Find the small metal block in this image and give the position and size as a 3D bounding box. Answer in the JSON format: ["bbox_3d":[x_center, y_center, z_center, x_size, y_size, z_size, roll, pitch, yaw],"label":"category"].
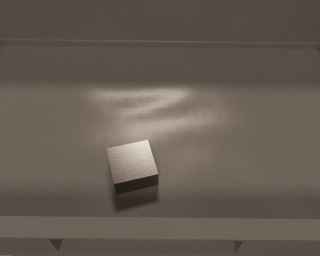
[{"bbox_3d":[-0.033,0.046,0.366,0.050,0.025,0.050,-11,51,-10],"label":"small metal block"}]
